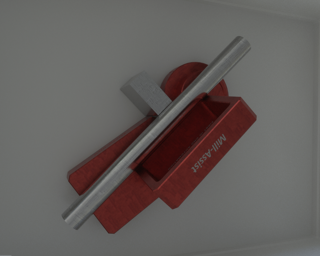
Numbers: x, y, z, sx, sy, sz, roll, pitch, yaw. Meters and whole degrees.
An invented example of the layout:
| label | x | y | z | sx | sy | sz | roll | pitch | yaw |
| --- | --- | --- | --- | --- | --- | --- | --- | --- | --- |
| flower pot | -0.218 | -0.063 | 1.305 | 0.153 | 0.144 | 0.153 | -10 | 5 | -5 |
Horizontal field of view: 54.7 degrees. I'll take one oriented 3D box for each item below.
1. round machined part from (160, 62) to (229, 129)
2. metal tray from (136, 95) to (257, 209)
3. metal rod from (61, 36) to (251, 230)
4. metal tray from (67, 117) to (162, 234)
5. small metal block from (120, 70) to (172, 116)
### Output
| label | x | y | z | sx | sy | sz | roll | pitch | yaw |
| --- | --- | --- | --- | --- | --- | --- | --- | --- | --- |
| round machined part | 0.052 | -0.041 | 0.420 | 0.099 | 0.042 | 0.097 | 0 | 90 | -21 |
| metal tray | 0.035 | 0.020 | 0.348 | 0.130 | 0.090 | 0.030 | -46 | 108 | -8 |
| metal rod | 0.003 | -0.002 | 0.370 | 0.300 | 0.025 | 0.025 | -46 | 105 | -10 |
| metal tray | -0.038 | 0.056 | 0.393 | 0.131 | 0.030 | 0.090 | -37 | 102 | -17 |
| small metal block | -0.019 | -0.042 | 0.390 | 0.025 | 0.050 | 0.050 | -47 | 105 | -14 |
